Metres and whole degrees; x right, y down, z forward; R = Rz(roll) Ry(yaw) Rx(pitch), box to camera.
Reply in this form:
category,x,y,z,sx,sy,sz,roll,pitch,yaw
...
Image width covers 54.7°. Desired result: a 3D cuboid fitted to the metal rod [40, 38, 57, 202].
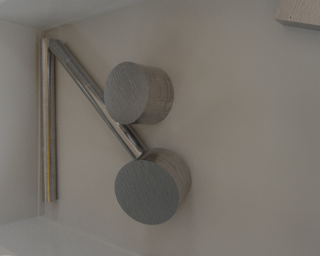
category,x,y,z,sx,sy,sz,roll,pitch,yaw
metal rod,-0.207,-0.015,0.573,0.025,0.025,0.298,-2,89,39

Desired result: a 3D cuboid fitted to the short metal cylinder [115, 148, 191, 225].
category,x,y,z,sx,sy,sz,roll,pitch,yaw
short metal cylinder,-0.007,0.069,0.378,0.080,0.050,0.079,5,104,20

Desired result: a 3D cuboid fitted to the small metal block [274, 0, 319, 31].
category,x,y,z,sx,sy,sz,roll,pitch,yaw
small metal block,0.143,-0.120,0.288,0.050,0.025,0.050,26,106,36

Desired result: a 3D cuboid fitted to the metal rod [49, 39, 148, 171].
category,x,y,z,sx,sy,sz,roll,pitch,yaw
metal rod,-0.100,-0.049,0.486,0.300,0.025,0.025,49,119,28

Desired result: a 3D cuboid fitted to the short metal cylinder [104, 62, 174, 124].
category,x,y,z,sx,sy,sz,roll,pitch,yaw
short metal cylinder,-0.029,-0.044,0.412,0.080,0.050,0.079,0,90,39
